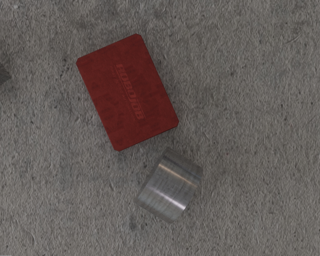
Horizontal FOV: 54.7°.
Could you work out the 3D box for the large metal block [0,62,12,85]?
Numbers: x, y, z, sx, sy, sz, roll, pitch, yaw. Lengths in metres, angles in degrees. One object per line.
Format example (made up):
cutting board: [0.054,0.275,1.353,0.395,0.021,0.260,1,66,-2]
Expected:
large metal block: [-0.258,-0.077,0.395,0.080,0.050,0.080,-36,90,0]

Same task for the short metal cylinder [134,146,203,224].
short metal cylinder: [0.010,0.070,0.383,0.050,0.080,0.080,32,90,0]

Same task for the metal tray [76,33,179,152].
metal tray: [-0.041,-0.045,0.407,0.090,0.030,0.129,-24,90,0]
